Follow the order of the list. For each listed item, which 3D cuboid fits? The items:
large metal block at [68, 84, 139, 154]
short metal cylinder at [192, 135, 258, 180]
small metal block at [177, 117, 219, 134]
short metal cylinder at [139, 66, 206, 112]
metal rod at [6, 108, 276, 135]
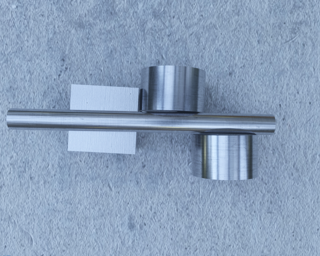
[{"bbox_3d":[-0.068,-0.011,0.395,0.081,0.050,0.079,3,90,-1],"label":"large metal block"},{"bbox_3d":[0.080,0.033,0.384,0.081,0.080,0.050,0,90,-1],"label":"short metal cylinder"},{"bbox_3d":[0.046,-0.005,0.398,0.050,0.050,0.025,1,90,-1],"label":"small metal block"},{"bbox_3d":[0.016,-0.045,0.385,0.081,0.080,0.050,2,90,-1],"label":"short metal cylinder"},{"bbox_3d":[-0.020,-0.007,0.360,0.302,0.025,0.025,1,90,-2],"label":"metal rod"}]
